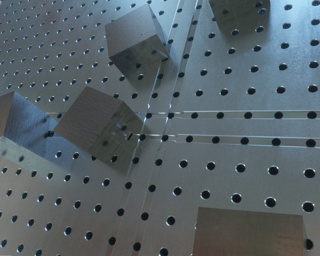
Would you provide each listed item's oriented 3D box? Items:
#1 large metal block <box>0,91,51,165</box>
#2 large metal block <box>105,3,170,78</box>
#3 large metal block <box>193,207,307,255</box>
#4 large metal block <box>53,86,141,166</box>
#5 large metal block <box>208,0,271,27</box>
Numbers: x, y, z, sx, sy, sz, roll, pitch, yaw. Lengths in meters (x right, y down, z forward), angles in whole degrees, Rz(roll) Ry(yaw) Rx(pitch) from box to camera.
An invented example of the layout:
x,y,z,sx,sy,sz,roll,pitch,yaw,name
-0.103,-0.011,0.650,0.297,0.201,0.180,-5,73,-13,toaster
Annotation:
x,y,z,sx,sy,sz,roll,pitch,yaw,name
-0.225,0.002,0.487,0.050,0.080,0.080,-16,56,19,large metal block
-0.038,-0.140,0.496,0.080,0.050,0.080,-23,53,14,large metal block
0.081,0.106,0.265,0.080,0.080,0.050,-2,61,27,large metal block
-0.089,-0.004,0.440,0.080,0.050,0.080,24,74,36,large metal block
0.108,-0.212,0.464,0.080,0.050,0.080,-21,54,15,large metal block
